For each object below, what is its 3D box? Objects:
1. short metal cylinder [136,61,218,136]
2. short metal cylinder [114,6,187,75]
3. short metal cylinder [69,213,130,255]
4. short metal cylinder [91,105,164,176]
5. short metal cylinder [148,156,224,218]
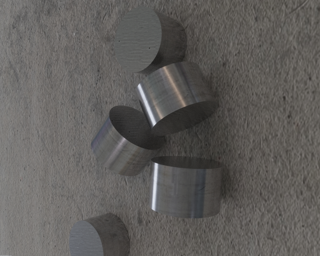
[{"bbox_3d":[0.019,-0.031,0.354,0.080,0.081,0.050,-35,69,34],"label":"short metal cylinder"},{"bbox_3d":[-0.013,-0.109,0.399,0.080,0.050,0.080,0,90,40],"label":"short metal cylinder"},{"bbox_3d":[-0.091,0.173,0.464,0.080,0.050,0.080,0,90,40],"label":"short metal cylinder"},{"bbox_3d":[-0.042,0.016,0.404,0.080,0.081,0.050,52,121,27],"label":"short metal cylinder"},{"bbox_3d":[0.029,0.062,0.346,0.080,0.081,0.050,7,94,40],"label":"short metal cylinder"}]
